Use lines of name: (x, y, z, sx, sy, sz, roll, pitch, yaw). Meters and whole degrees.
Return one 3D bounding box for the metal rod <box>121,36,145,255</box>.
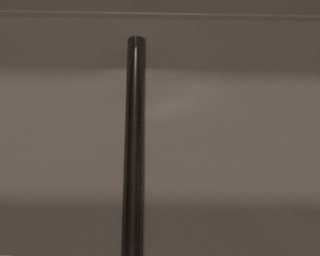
metal rod: (-0.033, 0.012, 0.404, 0.025, 0.025, 0.299, 0, 70, -1)
